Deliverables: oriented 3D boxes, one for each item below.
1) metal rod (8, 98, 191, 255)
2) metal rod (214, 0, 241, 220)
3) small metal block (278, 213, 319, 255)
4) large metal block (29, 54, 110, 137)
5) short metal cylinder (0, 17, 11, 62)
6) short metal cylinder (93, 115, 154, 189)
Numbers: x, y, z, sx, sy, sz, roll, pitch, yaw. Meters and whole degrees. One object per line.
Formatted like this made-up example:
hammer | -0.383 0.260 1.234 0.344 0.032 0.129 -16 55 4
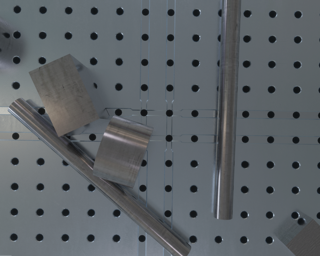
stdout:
metal rod | -0.079 0.068 0.412 0.300 0.025 0.025 41 90 0
metal rod | 0.090 -0.030 0.414 0.025 0.025 0.298 2 90 0
small metal block | 0.199 0.153 0.415 0.050 0.025 0.050 -44 90 0
large metal block | -0.107 -0.037 0.385 0.050 0.080 0.080 -25 90 0
short metal cylinder | -0.244 -0.122 0.399 0.081 0.050 0.079 0 90 0
short metal cylinder | -0.044 0.029 0.386 0.050 0.080 0.080 19 90 0
